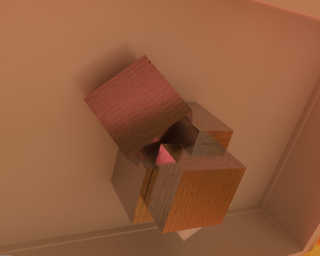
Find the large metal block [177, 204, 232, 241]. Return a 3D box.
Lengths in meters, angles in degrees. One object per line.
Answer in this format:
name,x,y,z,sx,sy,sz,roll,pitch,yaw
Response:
large metal block,0.045,0.106,0.452,0.080,0.080,0.050,-36,94,-5

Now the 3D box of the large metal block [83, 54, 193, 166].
large metal block,-0.021,-0.018,0.339,0.080,0.080,0.050,-37,164,-4

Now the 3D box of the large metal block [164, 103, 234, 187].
large metal block,0.039,0.019,0.403,0.050,0.080,0.079,1,118,-29

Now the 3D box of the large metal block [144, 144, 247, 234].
large metal block,0.037,0.065,0.346,0.081,0.050,0.079,2,118,-29

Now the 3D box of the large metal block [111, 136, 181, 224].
large metal block,-0.019,0.062,0.399,0.050,0.080,0.079,1,118,-29
